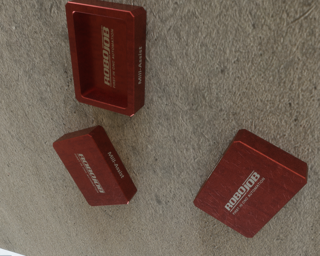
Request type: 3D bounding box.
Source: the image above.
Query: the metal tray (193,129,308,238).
[{"bbox_3d":[0.109,0.074,0.392,0.090,0.030,0.129,30,128,8],"label":"metal tray"}]

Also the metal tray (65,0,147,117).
[{"bbox_3d":[-0.065,-0.086,0.384,0.090,0.030,0.129,16,125,19],"label":"metal tray"}]

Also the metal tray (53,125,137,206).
[{"bbox_3d":[-0.104,0.065,0.499,0.090,0.030,0.129,-13,112,33],"label":"metal tray"}]
